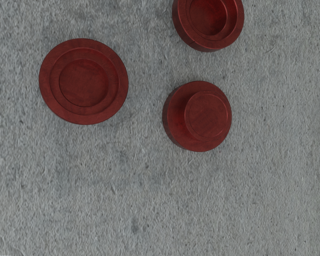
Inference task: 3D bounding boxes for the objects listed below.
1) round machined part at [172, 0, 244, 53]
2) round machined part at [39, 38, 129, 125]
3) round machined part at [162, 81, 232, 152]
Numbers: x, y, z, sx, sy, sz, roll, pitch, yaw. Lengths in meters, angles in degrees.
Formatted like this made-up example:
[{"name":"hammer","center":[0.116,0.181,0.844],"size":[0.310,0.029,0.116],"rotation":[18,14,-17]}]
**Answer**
[{"name":"round machined part","center":[0.061,-0.151,0.422],"size":[0.099,0.042,0.097],"rotation":[0,90,-20]},{"name":"round machined part","center":[-0.090,-0.052,0.367],"size":[0.099,0.042,0.097],"rotation":[0,90,-20]},{"name":"round machined part","center":[0.056,-0.016,0.420],"size":[0.099,0.042,0.097],"rotation":[0,90,-20]}]
